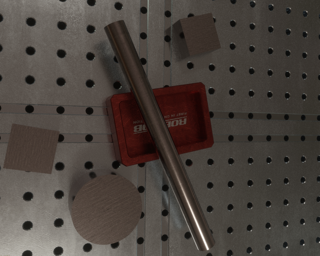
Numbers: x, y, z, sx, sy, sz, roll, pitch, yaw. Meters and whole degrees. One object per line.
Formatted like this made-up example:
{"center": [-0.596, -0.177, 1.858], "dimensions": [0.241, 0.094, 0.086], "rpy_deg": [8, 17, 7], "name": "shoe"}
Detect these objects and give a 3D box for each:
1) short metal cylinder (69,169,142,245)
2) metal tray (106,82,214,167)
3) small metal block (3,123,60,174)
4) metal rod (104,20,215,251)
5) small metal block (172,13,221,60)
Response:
{"center": [-0.068, 0.093, 0.375], "dimensions": [0.081, 0.050, 0.079], "rpy_deg": [0, 90, -21], "name": "short metal cylinder"}
{"center": [0.002, -0.007, 0.411], "dimensions": [0.131, 0.030, 0.089], "rpy_deg": [-11, 94, -20], "name": "metal tray"}
{"center": [-0.148, 0.024, 0.358], "dimensions": [0.050, 0.025, 0.050], "rpy_deg": [11, 86, -20], "name": "small metal block"}
{"center": [0.003, 0.016, 0.382], "dimensions": [0.025, 0.025, 0.299], "rpy_deg": [-25, 99, -19], "name": "metal rod"}
{"center": [0.051, -0.128, 0.433], "dimensions": [0.050, 0.025, 0.050], "rpy_deg": [-19, 97, -19], "name": "small metal block"}
